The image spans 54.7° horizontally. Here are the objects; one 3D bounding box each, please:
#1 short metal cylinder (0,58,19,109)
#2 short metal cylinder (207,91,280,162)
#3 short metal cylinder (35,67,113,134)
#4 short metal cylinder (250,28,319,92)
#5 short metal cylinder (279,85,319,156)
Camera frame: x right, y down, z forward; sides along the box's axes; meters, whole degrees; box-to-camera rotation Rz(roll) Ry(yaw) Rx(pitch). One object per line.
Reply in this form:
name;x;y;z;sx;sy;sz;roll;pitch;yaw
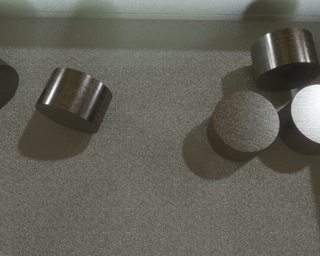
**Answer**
short metal cylinder;-0.234;-0.062;0.400;0.050;0.080;0.080;38;74;12
short metal cylinder;0.104;-0.001;0.398;0.081;0.050;0.080;0;70;0
short metal cylinder;-0.107;-0.033;0.391;0.080;0.080;0.050;17;71;6
short metal cylinder;0.166;-0.089;0.415;0.081;0.080;0.050;-3;70;-1
short metal cylinder;0.201;-0.009;0.402;0.081;0.050;0.080;0;70;0
